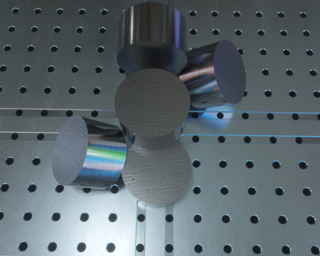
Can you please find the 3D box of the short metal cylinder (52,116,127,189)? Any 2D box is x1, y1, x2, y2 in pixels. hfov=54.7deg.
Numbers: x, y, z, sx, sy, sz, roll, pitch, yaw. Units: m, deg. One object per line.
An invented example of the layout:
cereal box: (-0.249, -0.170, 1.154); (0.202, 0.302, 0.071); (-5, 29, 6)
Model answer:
short metal cylinder: (-0.084, 0.030, 0.365); (0.050, 0.080, 0.080); (16, 63, -42)

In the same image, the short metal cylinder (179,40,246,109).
short metal cylinder: (0.069, -0.067, 0.400); (0.050, 0.080, 0.080); (-7, 64, 41)

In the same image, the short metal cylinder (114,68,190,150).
short metal cylinder: (-0.008, -0.020, 0.352); (0.081, 0.050, 0.080); (0, 70, 0)

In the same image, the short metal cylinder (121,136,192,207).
short metal cylinder: (-0.004, 0.054, 0.378); (0.081, 0.050, 0.080); (0, 71, 0)

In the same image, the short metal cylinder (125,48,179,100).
short metal cylinder: (-0.007, -0.074, 0.425); (0.081, 0.050, 0.080); (0, 71, 0)

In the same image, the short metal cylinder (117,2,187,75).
short metal cylinder: (-0.009, -0.099, 0.364); (0.081, 0.080, 0.050); (0, 70, 0)
